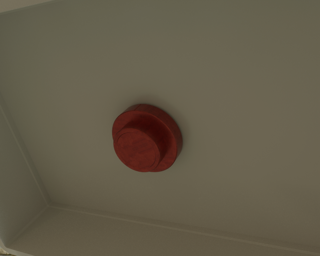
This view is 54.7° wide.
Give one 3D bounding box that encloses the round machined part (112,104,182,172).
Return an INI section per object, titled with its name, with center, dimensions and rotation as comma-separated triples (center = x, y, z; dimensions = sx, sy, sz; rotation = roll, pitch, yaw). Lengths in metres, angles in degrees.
[round machined part]
center = -0.023, 0.020, 0.416
dimensions = 0.098, 0.042, 0.097
rotation = 13, 124, 20
